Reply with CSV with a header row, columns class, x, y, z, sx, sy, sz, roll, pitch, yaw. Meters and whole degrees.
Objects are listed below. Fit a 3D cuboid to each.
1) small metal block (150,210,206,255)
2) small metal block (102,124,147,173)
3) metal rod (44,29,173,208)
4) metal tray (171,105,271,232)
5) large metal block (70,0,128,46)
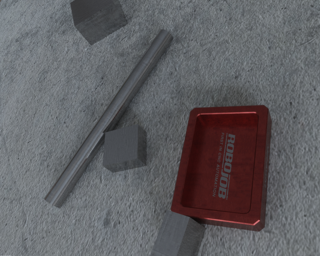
class,x,y,z,sx,sy,sz,roll,pitch,yaw
small metal block,0.019,0.115,0.307,0.025,0.050,0.050,9,67,32
small metal block,-0.046,0.027,0.410,0.050,0.025,0.050,-14,56,20
metal rod,-0.067,-0.023,0.451,0.025,0.025,0.300,22,73,36
metal tray,0.070,0.039,0.339,0.090,0.030,0.130,0,61,27
large metal block,-0.115,-0.214,0.577,0.080,0.050,0.080,-28,52,10
